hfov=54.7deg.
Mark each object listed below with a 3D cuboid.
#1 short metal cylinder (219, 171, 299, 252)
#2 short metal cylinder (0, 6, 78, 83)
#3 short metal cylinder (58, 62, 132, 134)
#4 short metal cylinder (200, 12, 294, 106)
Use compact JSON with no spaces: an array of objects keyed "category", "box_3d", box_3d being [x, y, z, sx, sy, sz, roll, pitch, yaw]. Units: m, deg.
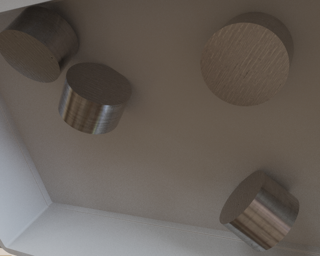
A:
[{"category":"short metal cylinder","box_3d":[0.117,0.098,0.372,0.050,0.080,0.080,39,129,1]},{"category":"short metal cylinder","box_3d":[-0.152,-0.104,0.390,0.080,0.050,0.080,13,144,10]},{"category":"short metal cylinder","box_3d":[-0.082,-0.038,0.391,0.080,0.080,0.050,34,129,5]},{"category":"short metal cylinder","box_3d":[0.086,-0.068,0.305,0.080,0.050,0.079,13,124,20]}]
